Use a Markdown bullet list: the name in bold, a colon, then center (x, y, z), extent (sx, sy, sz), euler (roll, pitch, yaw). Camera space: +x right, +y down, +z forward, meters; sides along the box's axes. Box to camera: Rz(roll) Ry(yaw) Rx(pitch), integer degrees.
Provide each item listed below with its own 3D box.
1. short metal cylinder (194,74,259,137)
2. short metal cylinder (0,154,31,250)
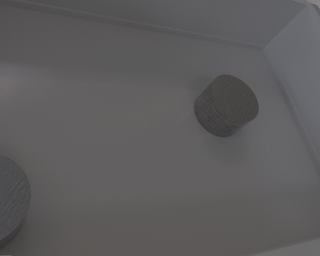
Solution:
- **short metal cylinder**: center (0.098, -0.033, 0.462), extent (0.081, 0.050, 0.080), euler (14, 56, -21)
- **short metal cylinder**: center (-0.156, 0.066, 0.265), extent (0.081, 0.050, 0.080), euler (14, 56, -21)
